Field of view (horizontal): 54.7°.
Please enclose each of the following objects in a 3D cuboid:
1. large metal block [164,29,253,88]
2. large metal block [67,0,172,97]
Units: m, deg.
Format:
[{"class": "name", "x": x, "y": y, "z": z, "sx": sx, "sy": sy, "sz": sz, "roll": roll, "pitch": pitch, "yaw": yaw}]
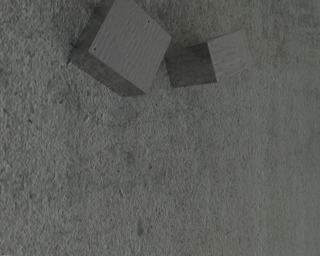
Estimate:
[{"class": "large metal block", "x": 0.065, "y": -0.094, "z": 0.423, "sx": 0.081, "sy": 0.080, "sz": 0.050, "roll": -28, "pitch": 108, "yaw": -36}, {"class": "large metal block", "x": -0.044, "y": -0.091, "z": 0.352, "sx": 0.080, "sy": 0.050, "sz": 0.080, "roll": 34, "pitch": 69, "yaw": -35}]
